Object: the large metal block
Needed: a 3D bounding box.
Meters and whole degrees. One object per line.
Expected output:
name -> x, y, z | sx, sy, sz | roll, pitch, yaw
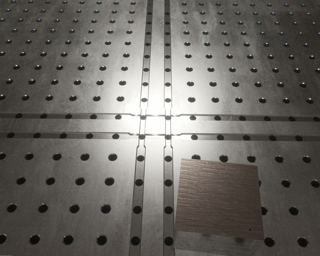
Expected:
large metal block -> 0.058, 0.082, 0.323 | 0.080, 0.050, 0.080 | 6, 50, 4
